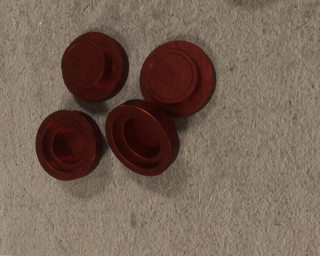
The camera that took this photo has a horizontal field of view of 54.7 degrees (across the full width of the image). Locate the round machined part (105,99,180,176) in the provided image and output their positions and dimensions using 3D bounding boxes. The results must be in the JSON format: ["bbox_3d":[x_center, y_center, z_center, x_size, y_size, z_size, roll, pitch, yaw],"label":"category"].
[{"bbox_3d":[-0.018,0.008,0.391,0.098,0.042,0.097,17,124,27],"label":"round machined part"}]

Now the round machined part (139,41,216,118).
[{"bbox_3d":[0.019,-0.062,0.393,0.098,0.042,0.097,0,90,19],"label":"round machined part"}]

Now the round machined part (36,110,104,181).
[{"bbox_3d":[-0.123,0.023,0.442,0.098,0.042,0.097,0,90,19],"label":"round machined part"}]

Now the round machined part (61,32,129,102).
[{"bbox_3d":[-0.097,-0.086,0.433,0.098,0.042,0.097,0,90,19],"label":"round machined part"}]
